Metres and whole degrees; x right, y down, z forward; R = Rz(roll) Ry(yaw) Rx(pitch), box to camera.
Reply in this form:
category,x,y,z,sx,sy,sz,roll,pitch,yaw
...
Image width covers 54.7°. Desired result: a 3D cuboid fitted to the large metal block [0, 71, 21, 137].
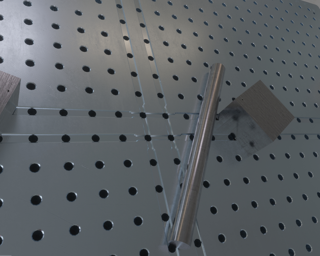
category,x,y,z,sx,sy,sz,roll,pitch,yaw
large metal block,-0.194,-0.020,0.300,0.080,0.050,0.080,21,54,-16

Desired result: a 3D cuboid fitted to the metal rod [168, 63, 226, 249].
category,x,y,z,sx,sy,sz,roll,pitch,yaw
metal rod,0.059,0.015,0.430,0.025,0.025,0.300,27,52,-11

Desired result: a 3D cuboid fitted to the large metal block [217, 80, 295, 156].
category,x,y,z,sx,sy,sz,roll,pitch,yaw
large metal block,0.149,-0.017,0.482,0.081,0.050,0.080,-35,81,-38
